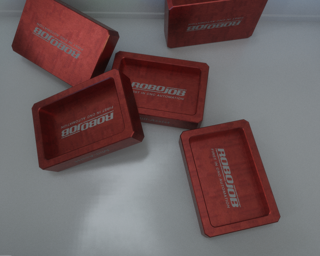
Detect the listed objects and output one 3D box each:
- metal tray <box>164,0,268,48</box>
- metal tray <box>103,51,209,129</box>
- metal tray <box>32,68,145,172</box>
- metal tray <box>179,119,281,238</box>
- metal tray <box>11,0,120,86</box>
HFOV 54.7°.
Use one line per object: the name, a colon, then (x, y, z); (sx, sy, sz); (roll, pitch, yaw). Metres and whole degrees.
metal tray: (0.073, -0.157, 0.433); (0.131, 0.090, 0.030); (-9, 71, -4)
metal tray: (-0.003, -0.052, 0.425); (0.131, 0.030, 0.090); (9, 70, 2)
metal tray: (-0.092, -0.008, 0.384); (0.130, 0.030, 0.090); (-20, 71, 15)
metal tray: (0.082, 0.061, 0.385); (0.091, 0.030, 0.129); (-11, 70, -5)
metal tray: (-0.131, -0.118, 0.424); (0.130, 0.030, 0.089); (31, 108, 10)
